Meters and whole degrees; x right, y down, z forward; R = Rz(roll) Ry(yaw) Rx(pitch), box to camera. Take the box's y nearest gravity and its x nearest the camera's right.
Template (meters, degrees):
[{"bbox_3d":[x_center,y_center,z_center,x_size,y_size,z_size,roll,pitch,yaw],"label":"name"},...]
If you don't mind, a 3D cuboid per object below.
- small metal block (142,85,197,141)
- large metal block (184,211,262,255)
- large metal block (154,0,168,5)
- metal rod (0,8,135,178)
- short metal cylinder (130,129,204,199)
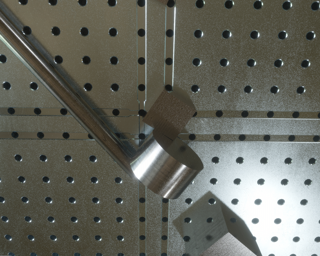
[{"bbox_3d":[0.011,-0.020,0.406,0.050,0.025,0.050,32,107,-12],"label":"small metal block"},{"bbox_3d":[0.096,0.188,0.471,0.080,0.050,0.080,42,104,-14],"label":"large metal block"},{"bbox_3d":[-0.012,-0.188,0.331,0.080,0.050,0.080,24,108,-9],"label":"large metal block"},{"bbox_3d":[-0.126,-0.049,0.393,0.025,0.025,0.300,-37,107,12],"label":"metal rod"},{"bbox_3d":[0.009,0.045,0.401,0.080,0.080,0.050,34,107,-12],"label":"short metal cylinder"}]
